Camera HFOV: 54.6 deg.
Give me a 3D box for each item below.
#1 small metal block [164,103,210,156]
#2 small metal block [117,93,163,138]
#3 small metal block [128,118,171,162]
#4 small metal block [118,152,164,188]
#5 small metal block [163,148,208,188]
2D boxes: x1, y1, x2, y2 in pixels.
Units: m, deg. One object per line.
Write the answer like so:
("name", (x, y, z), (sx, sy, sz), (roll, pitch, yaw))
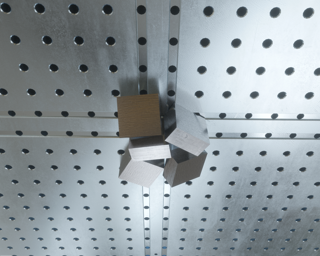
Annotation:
("small metal block", (0.033, 0.002, 0.397), (0.050, 0.050, 0.025), (26, 125, -21))
("small metal block", (-0.024, -0.014, 0.381), (0.050, 0.025, 0.050), (-4, 87, 3))
("small metal block", (-0.012, 0.015, 0.407), (0.050, 0.050, 0.025), (-6, 133, 5))
("small metal block", (-0.028, 0.058, 0.461), (0.050, 0.025, 0.050), (22, 127, -18))
("small metal block", (0.035, 0.052, 0.442), (0.050, 0.025, 0.050), (-16, 136, -28))
